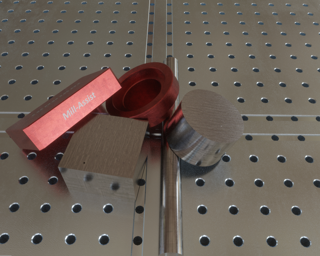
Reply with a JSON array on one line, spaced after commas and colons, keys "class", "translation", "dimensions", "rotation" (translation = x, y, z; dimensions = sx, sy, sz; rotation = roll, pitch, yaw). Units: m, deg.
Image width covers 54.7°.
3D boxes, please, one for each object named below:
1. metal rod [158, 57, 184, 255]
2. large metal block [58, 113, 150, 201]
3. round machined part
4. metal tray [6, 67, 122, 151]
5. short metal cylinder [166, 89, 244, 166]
[{"class": "metal rod", "translation": [0.014, 0.011, 0.399], "dimensions": [0.025, 0.025, 0.300], "rotation": [1, 50, 1]}, {"class": "large metal block", "translation": [-0.060, 0.032, 0.364], "dimensions": [0.080, 0.050, 0.080], "rotation": [8, 51, 6]}, {"class": "round machined part", "translation": [-0.019, -0.038, 0.412], "dimensions": [0.098, 0.042, 0.098], "rotation": [-17, 46, 19]}, {"class": "metal tray", "translation": [-0.121, -0.025, 0.392], "dimensions": [0.131, 0.030, 0.090], "rotation": [-44, 24, -30]}, {"class": "short metal cylinder", "translation": [0.053, -0.001, 0.375], "dimensions": [0.081, 0.050, 0.080], "rotation": [13, 48, -15]}]
